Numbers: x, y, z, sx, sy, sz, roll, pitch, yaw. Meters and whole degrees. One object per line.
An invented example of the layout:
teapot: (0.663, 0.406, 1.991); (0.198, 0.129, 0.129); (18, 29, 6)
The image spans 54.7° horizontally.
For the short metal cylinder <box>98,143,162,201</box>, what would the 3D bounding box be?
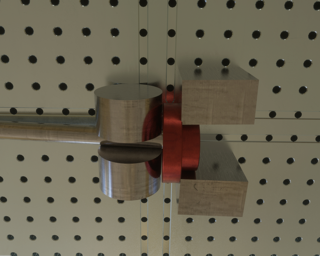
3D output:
short metal cylinder: (-0.038, 0.050, 0.401); (0.081, 0.080, 0.050); (1, 111, -1)

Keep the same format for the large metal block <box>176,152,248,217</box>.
large metal block: (0.063, 0.071, 0.412); (0.081, 0.080, 0.050); (3, 110, -1)

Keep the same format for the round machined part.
round machined part: (0.024, 0.018, 0.381); (0.042, 0.098, 0.097); (1, 110, 0)

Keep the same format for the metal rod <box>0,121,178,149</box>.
metal rod: (-0.121, 0.007, 0.402); (0.302, 0.025, 0.025); (3, 110, 3)

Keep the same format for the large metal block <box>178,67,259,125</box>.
large metal block: (0.064, -0.041, 0.370); (0.081, 0.080, 0.050); (0, 110, 0)

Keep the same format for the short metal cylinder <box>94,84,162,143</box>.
short metal cylinder: (-0.038, -0.020, 0.376); (0.081, 0.080, 0.050); (1, 111, -1)
